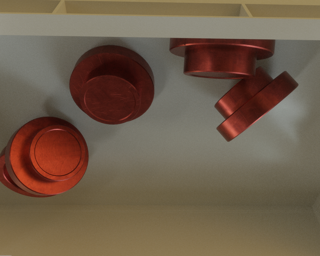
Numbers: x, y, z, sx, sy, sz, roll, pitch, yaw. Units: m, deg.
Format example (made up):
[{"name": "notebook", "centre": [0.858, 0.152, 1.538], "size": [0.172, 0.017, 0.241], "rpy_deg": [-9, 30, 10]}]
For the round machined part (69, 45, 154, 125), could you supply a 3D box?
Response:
[{"name": "round machined part", "centre": [-0.056, -0.042, 0.361], "size": [0.099, 0.042, 0.097], "rpy_deg": [-1, 130, 0]}]

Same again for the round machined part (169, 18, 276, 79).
[{"name": "round machined part", "centre": [0.058, -0.071, 0.299], "size": [0.099, 0.098, 0.042], "rpy_deg": [3, 95, -4]}]

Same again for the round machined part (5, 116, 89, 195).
[{"name": "round machined part", "centre": [-0.133, 0.033, 0.382], "size": [0.098, 0.098, 0.042], "rpy_deg": [37, 147, -27]}]

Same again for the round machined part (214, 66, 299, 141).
[{"name": "round machined part", "centre": [0.101, -0.031, 0.349], "size": [0.042, 0.099, 0.098], "rpy_deg": [50, 121, 8]}]

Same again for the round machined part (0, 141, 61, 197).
[{"name": "round machined part", "centre": [-0.175, 0.052, 0.440], "size": [0.099, 0.042, 0.097], "rpy_deg": [-1, 130, 0]}]
